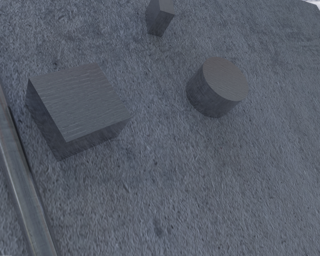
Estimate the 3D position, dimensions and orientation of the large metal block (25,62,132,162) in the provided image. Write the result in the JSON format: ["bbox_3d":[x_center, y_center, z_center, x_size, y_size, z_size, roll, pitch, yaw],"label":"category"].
[{"bbox_3d":[-0.093,-0.020,0.351,0.081,0.050,0.080,-24,75,-37],"label":"large metal block"}]

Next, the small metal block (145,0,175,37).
[{"bbox_3d":[-0.001,-0.186,0.502,0.025,0.050,0.050,8,59,-25],"label":"small metal block"}]

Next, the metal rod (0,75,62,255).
[{"bbox_3d":[-0.148,0.024,0.309,0.025,0.025,0.299,-15,69,-34],"label":"metal rod"}]

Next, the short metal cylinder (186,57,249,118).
[{"bbox_3d":[0.087,-0.062,0.474,0.081,0.050,0.080,14,56,-21],"label":"short metal cylinder"}]
